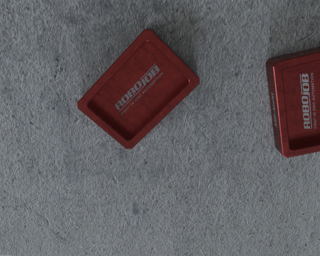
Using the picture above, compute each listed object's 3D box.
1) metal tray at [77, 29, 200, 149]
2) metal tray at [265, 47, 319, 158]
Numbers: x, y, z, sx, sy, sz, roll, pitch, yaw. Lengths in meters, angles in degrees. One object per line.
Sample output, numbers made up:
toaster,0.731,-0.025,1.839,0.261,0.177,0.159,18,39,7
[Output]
metal tray,-0.027,-0.047,0.389,0.090,0.030,0.130,42,104,-14
metal tray,0.191,-0.033,0.396,0.090,0.030,0.129,-13,110,4
